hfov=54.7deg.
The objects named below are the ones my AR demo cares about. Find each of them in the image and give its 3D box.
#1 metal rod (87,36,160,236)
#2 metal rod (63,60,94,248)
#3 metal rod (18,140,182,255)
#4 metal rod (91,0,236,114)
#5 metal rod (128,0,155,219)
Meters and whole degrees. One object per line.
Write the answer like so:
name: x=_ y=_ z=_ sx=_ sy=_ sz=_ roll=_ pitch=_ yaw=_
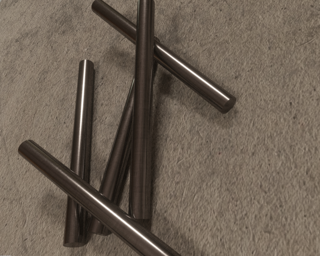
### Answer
metal rod: x=-0.043 y=-0.007 z=0.429 sx=0.025 sy=0.025 sz=0.300 roll=-1 pitch=61 yaw=27
metal rod: x=-0.115 y=0.015 z=0.452 sx=0.025 sy=0.025 sz=0.299 roll=-18 pitch=55 yaw=18
metal rod: x=-0.064 y=0.092 z=0.349 sx=0.300 sy=0.025 sz=0.025 roll=29 pitch=78 yaw=27
metal rod: x=-0.011 y=-0.117 z=0.451 sx=0.025 sy=0.025 sz=0.300 roll=-45 pitch=60 yaw=-3
metal rod: x=-0.022 y=-0.038 z=0.399 sx=0.025 sy=0.025 sz=0.299 roll=-8 pitch=70 yaw=24
